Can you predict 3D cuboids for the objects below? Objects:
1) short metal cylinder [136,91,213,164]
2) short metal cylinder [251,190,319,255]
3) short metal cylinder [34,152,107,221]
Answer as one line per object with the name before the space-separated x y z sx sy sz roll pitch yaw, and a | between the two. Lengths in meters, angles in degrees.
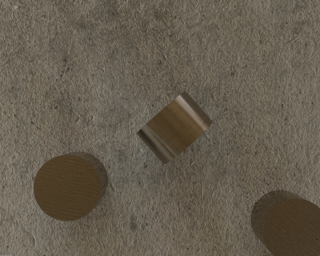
short metal cylinder | 0.018 -0.001 0.382 0.080 0.080 0.050 -42 90 0
short metal cylinder | 0.165 0.125 0.399 0.081 0.050 0.080 0 90 0
short metal cylinder | -0.111 0.072 0.397 0.081 0.050 0.080 0 90 0
